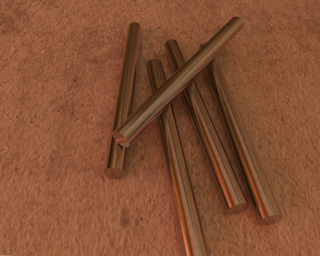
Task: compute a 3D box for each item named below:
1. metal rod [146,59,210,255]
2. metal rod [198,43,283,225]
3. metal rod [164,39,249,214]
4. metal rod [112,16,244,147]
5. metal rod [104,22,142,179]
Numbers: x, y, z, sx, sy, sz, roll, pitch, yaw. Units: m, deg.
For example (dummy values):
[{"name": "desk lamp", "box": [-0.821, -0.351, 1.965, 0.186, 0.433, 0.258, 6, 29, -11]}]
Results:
[{"name": "metal rod", "box": [0.014, 0.015, 0.390, 0.025, 0.025, 0.300, -6, 50, -6]}, {"name": "metal rod", "box": [0.096, -0.017, 0.418, 0.025, 0.025, 0.300, -6, 50, -5]}, {"name": "metal rod", "box": [0.051, -0.026, 0.425, 0.025, 0.025, 0.300, -9, 51, -8]}, {"name": "metal rod", "box": [0.042, -0.081, 0.437, 0.025, 0.025, 0.301, 29, 55, 21]}, {"name": "metal rod", "box": [-0.048, -0.062, 0.454, 0.025, 0.025, 0.300, 1, 50, 1]}]
